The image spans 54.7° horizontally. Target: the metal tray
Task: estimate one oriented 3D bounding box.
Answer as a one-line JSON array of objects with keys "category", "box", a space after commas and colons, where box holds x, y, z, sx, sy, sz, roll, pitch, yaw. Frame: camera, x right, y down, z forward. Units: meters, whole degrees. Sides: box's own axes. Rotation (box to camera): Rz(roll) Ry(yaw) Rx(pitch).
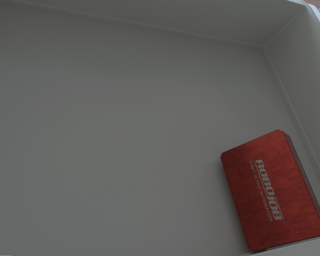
[{"category": "metal tray", "box": [0.138, 0.078, 0.390, 0.030, 0.090, 0.130, 22, 48, -50]}]
